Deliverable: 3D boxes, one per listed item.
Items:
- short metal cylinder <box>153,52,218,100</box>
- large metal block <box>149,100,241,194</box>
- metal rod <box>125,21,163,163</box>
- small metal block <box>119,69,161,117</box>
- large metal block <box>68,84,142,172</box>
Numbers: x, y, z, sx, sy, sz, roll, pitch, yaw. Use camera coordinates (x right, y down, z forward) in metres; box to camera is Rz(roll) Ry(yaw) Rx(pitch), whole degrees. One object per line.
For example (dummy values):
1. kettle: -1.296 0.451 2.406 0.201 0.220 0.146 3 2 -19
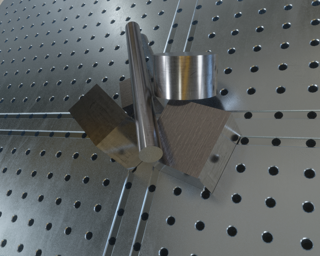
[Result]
1. short metal cylinder: 0.032 -0.068 0.388 0.080 0.081 0.050 9 110 32
2. large metal block: 0.036 0.018 0.361 0.080 0.050 0.080 19 72 35
3. metal rod: -0.029 -0.073 0.428 0.025 0.025 0.300 -25 41 13
4. small metal block: -0.030 -0.051 0.454 0.050 0.025 0.050 -22 54 14
5. large metal block: -0.060 0.000 0.402 0.050 0.080 0.080 -45 51 -3
